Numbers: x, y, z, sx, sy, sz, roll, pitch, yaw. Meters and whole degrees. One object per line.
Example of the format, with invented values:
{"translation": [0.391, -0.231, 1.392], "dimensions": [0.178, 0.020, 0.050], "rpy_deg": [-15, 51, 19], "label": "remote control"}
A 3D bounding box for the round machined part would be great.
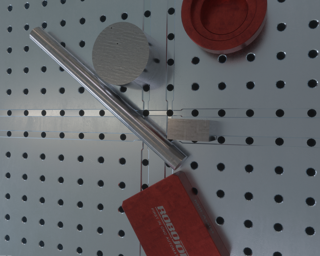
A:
{"translation": [0.079, -0.138, 0.376], "dimensions": [0.098, 0.042, 0.097], "rpy_deg": [0, 90, 19], "label": "round machined part"}

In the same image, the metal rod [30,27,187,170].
{"translation": [-0.082, -0.050, 0.441], "dimensions": [0.300, 0.025, 0.025], "rpy_deg": [41, 103, 15], "label": "metal rod"}

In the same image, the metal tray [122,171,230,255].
{"translation": [0.019, 0.134, 0.403], "dimensions": [0.090, 0.030, 0.130], "rpy_deg": [-32, 80, 17], "label": "metal tray"}

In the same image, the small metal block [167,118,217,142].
{"translation": [0.041, 0.002, 0.385], "dimensions": [0.050, 0.050, 0.025], "rpy_deg": [3, 91, 20], "label": "small metal block"}

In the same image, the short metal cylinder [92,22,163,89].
{"translation": [-0.042, -0.094, 0.414], "dimensions": [0.080, 0.050, 0.079], "rpy_deg": [0, 90, 20], "label": "short metal cylinder"}
